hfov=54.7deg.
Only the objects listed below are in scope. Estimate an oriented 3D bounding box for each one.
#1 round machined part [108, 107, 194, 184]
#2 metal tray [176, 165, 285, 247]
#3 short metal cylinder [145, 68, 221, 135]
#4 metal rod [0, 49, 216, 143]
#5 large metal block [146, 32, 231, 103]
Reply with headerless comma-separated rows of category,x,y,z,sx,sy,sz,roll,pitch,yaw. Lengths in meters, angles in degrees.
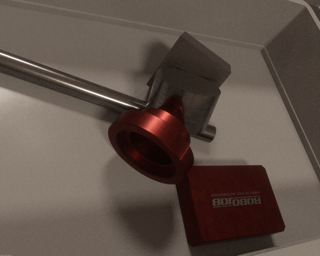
round machined part,-0.005,0.015,0.345,0.098,0.098,0.042,38,59,-3
metal tray,0.090,0.095,0.395,0.131,0.030,0.090,3,60,-27
short metal cylinder,0.027,-0.034,0.379,0.081,0.050,0.080,15,26,-7
metal rod,-0.063,-0.037,0.394,0.302,0.025,0.025,19,55,-18
large metal block,0.041,-0.074,0.431,0.080,0.080,0.050,36,25,-5
